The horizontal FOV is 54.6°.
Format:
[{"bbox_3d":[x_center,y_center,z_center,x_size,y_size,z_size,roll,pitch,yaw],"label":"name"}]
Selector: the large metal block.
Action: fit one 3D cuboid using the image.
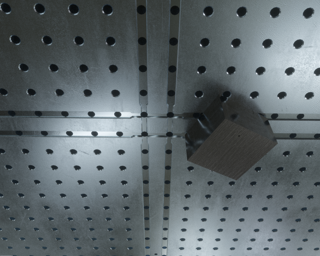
[{"bbox_3d":[0.090,0.014,0.408,0.080,0.050,0.080,23,126,-19],"label":"large metal block"}]
